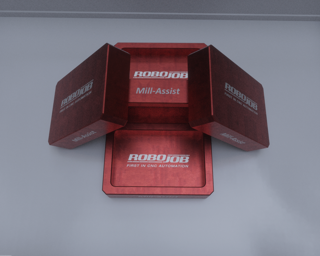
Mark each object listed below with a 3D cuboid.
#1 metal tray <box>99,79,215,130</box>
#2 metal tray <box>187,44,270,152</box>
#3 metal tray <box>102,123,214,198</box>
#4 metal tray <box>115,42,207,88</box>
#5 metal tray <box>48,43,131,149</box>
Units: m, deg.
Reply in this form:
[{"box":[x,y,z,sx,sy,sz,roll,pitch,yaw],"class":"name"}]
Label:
[{"box":[-0.003,-0.026,0.383,0.131,0.090,0.030,1,70,-1],"class":"metal tray"},{"box":[0.085,-0.030,0.370,0.030,0.131,0.090,-17,64,40],"class":"metal tray"},{"box":[-0.002,0.041,0.388,0.131,0.030,0.090,1,70,-1],"class":"metal tray"},{"box":[0.002,-0.073,0.431,0.131,0.030,0.090,0,70,-1],"class":"metal tray"},{"box":[-0.087,-0.032,0.370,0.030,0.130,0.090,18,64,-39],"class":"metal tray"}]
